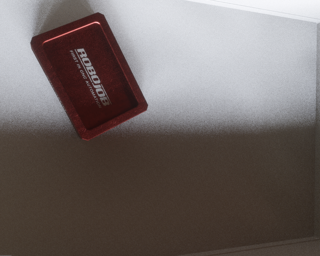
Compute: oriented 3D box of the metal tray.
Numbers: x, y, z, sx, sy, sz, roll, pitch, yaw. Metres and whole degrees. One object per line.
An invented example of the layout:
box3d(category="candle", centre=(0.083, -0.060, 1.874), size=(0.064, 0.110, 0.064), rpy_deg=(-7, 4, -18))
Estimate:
box3d(category="metal tray", centre=(-0.083, -0.061, 0.376), size=(0.090, 0.030, 0.130), rpy_deg=(-29, 100, -18))
